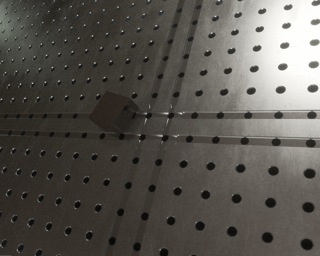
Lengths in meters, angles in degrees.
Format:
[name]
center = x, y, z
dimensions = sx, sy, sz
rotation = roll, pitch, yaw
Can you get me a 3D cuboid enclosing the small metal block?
[small metal block]
center = -0.069, -0.023, 0.457
dimensions = 0.050, 0.025, 0.050
rotation = 19, 72, 35
